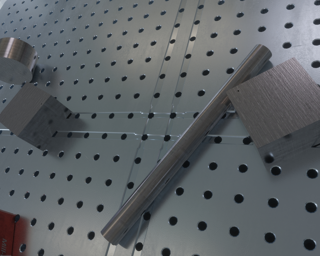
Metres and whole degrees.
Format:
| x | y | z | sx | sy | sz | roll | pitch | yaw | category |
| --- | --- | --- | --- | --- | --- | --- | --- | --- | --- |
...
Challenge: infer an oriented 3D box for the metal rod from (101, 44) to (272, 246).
| x | y | z | sx | sy | sz | roll | pitch | yaw | category |
| --- | --- | --- | --- | --- | --- | --- | --- | --- | --- |
| 0.037 | 0.015 | 0.379 | 0.025 | 0.025 | 0.300 | 35 | 81 | 38 | metal rod |

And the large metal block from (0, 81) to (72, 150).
| x | y | z | sx | sy | sz | roll | pitch | yaw | category |
| --- | --- | --- | --- | --- | --- | --- | --- | --- | --- |
| -0.210 | -0.022 | 0.516 | 0.080 | 0.050 | 0.080 | 26 | 76 | 37 | large metal block |

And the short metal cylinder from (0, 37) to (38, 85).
| x | y | z | sx | sy | sz | roll | pitch | yaw | category |
| --- | --- | --- | --- | --- | --- | --- | --- | --- | --- |
| -0.285 | -0.128 | 0.602 | 0.080 | 0.080 | 0.050 | -12 | 57 | 22 | short metal cylinder |

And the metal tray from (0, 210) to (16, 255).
| x | y | z | sx | sy | sz | roll | pitch | yaw | category |
| --- | --- | --- | --- | --- | --- | --- | --- | --- | --- |
| -0.249 | 0.187 | 0.420 | 0.090 | 0.030 | 0.130 | -22 | 53 | 14 | metal tray |

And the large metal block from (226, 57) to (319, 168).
| x | y | z | sx | sy | sz | roll | pitch | yaw | category |
| --- | --- | --- | --- | --- | --- | --- | --- | --- | --- |
| 0.129 | -0.017 | 0.334 | 0.080 | 0.050 | 0.080 | -27 | 52 | 11 | large metal block |
